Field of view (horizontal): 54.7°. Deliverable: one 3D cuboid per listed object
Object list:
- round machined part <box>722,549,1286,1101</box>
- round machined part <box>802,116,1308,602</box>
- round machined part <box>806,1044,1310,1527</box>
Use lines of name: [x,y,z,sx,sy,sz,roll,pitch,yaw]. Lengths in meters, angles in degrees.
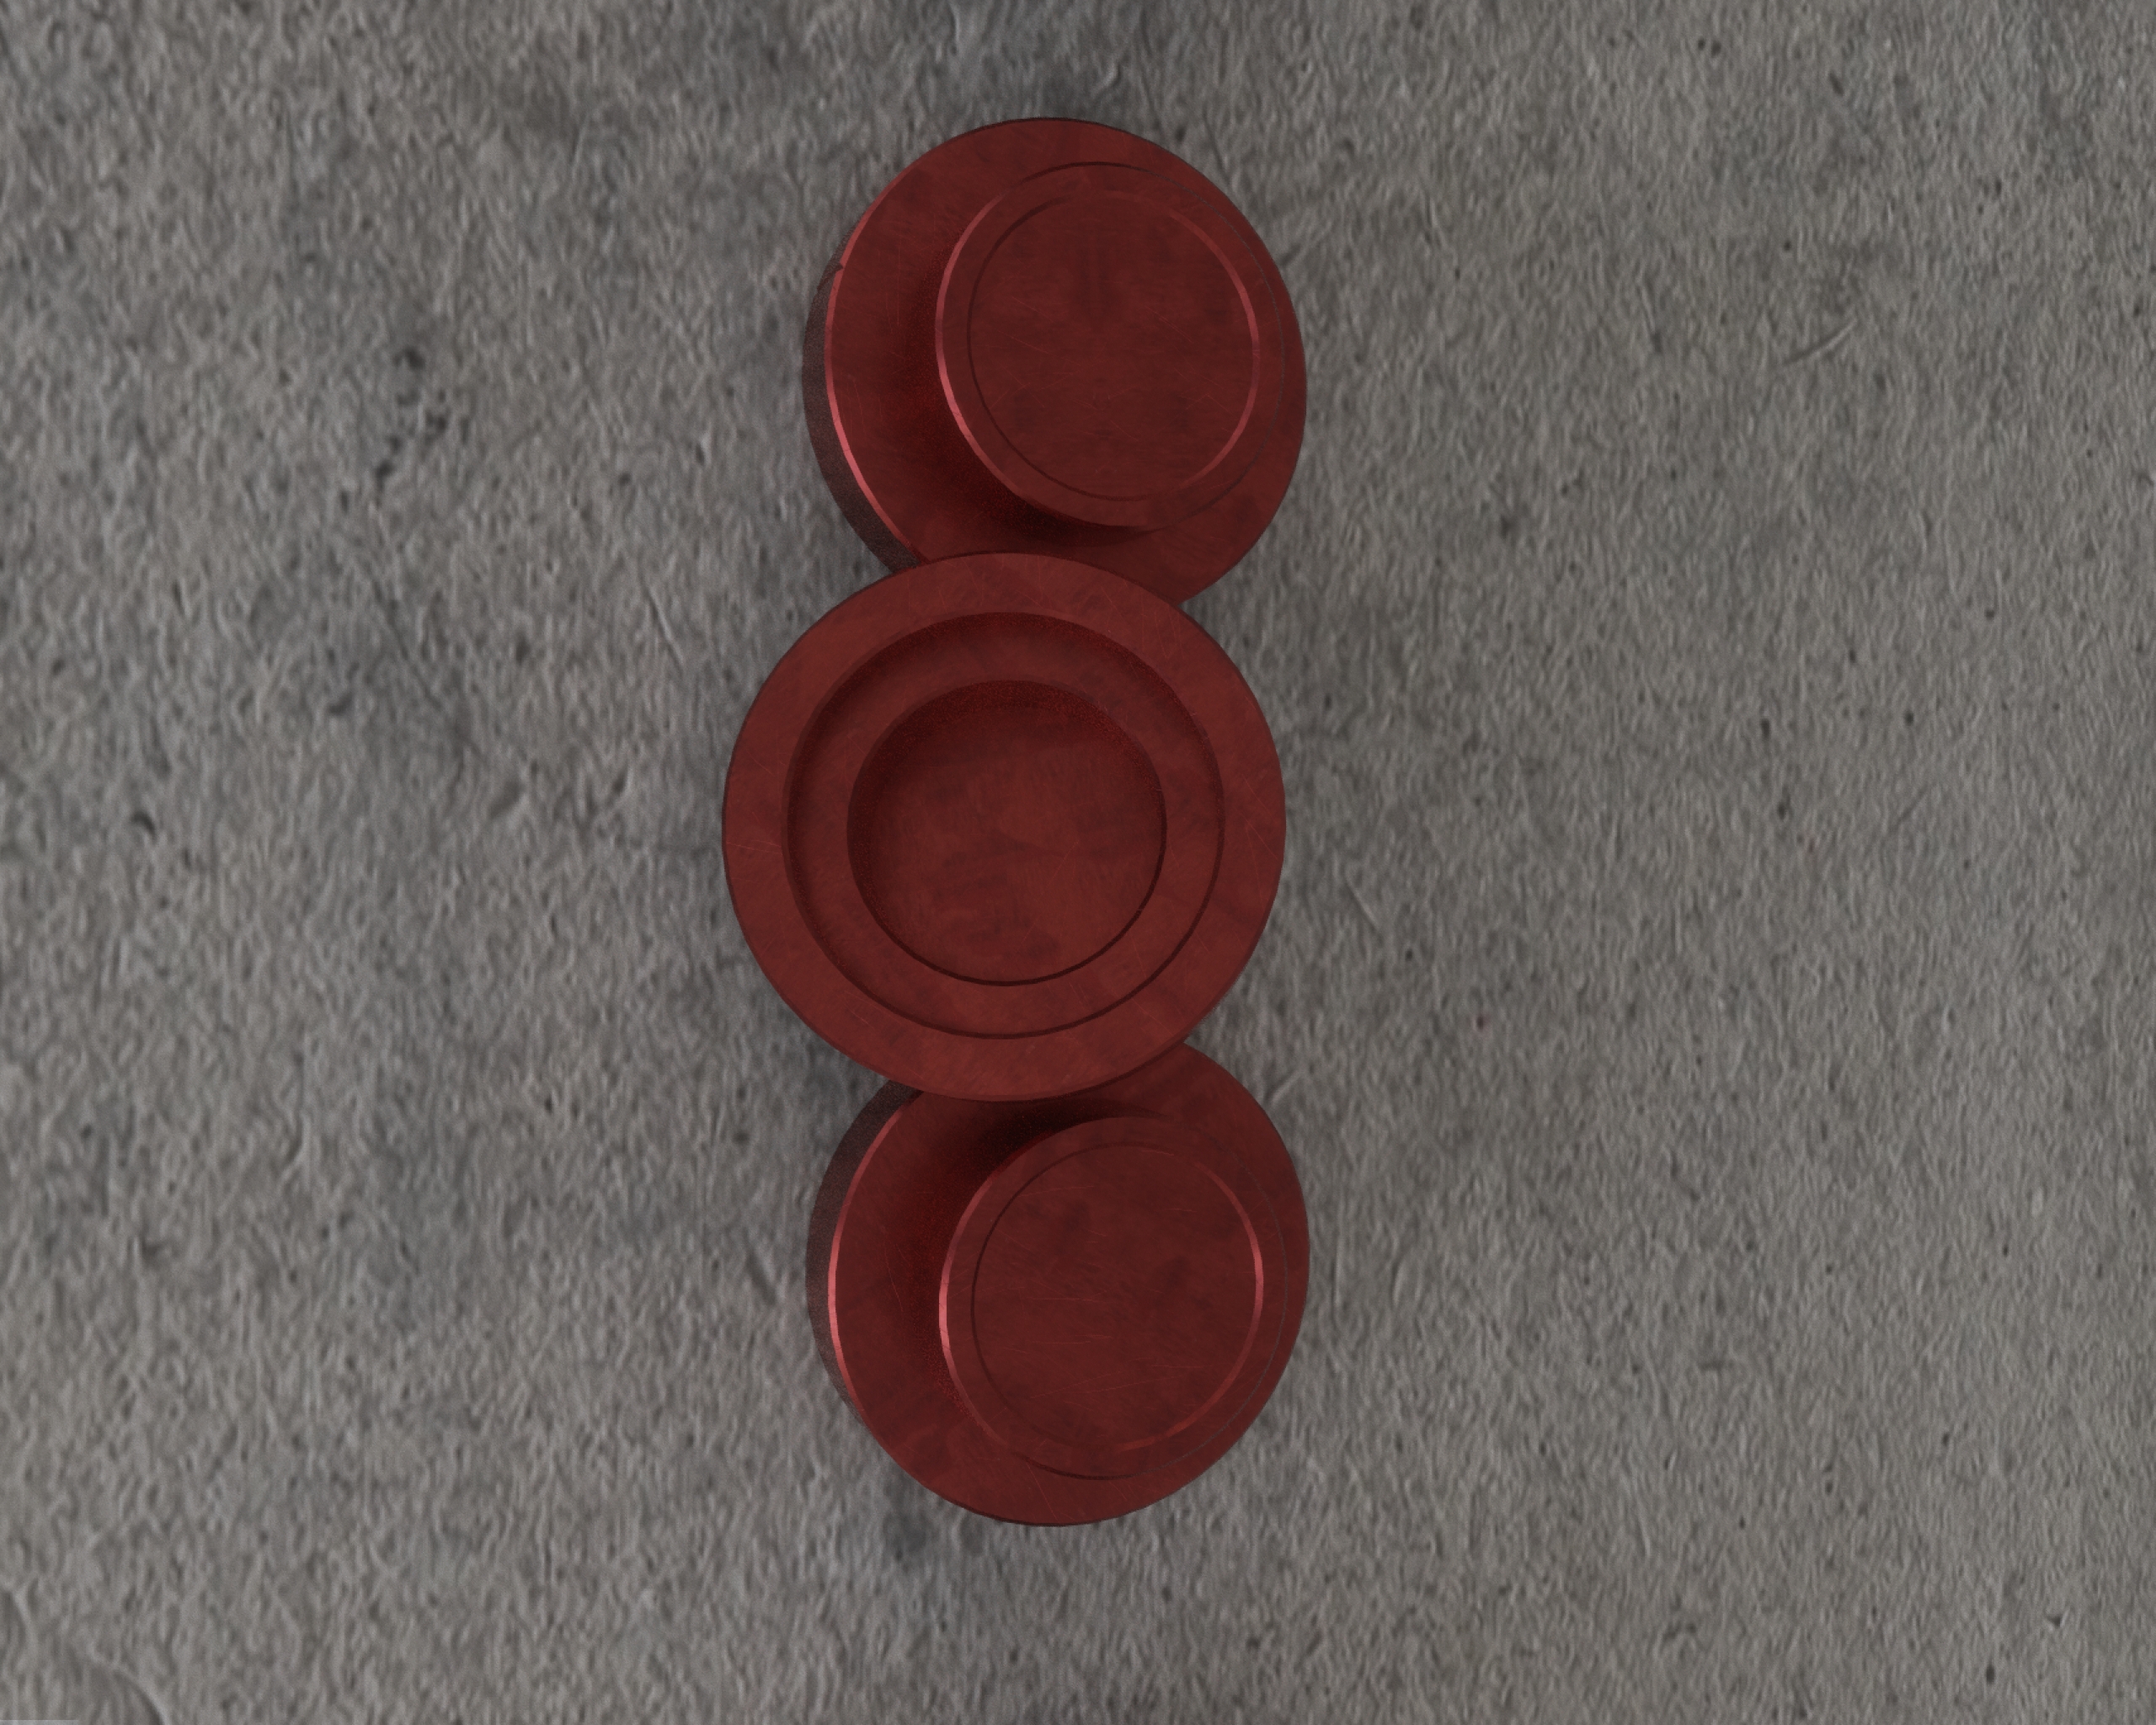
round machined part: [-0.012,-0.005,0.383,0.099,0.042,0.097,0,81,2]
round machined part: [0.000,-0.094,0.400,0.099,0.042,0.097,0,90,-20]
round machined part: [0.001,0.079,0.400,0.099,0.042,0.097,0,90,-20]
